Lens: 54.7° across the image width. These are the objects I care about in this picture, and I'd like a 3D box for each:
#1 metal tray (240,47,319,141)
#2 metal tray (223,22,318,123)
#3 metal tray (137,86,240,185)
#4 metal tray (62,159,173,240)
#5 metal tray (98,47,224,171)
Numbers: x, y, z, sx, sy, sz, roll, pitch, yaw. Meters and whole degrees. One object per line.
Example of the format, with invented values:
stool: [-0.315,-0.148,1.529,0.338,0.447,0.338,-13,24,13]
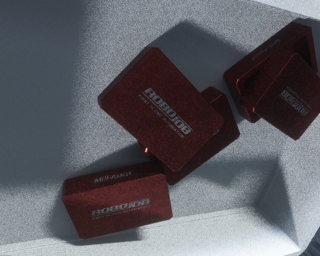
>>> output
metal tray: [0.184,-0.044,0.442,0.131,0.030,0.090,25,104,-38]
metal tray: [0.163,-0.078,0.448,0.130,0.030,0.090,-37,130,-4]
metal tray: [0.044,0.013,0.440,0.130,0.030,0.090,-35,129,-5]
metal tray: [-0.053,0.098,0.417,0.131,0.030,0.089,-12,125,-4]
metal tray: [0.003,-0.020,0.370,0.090,0.030,0.130,-47,114,0]
